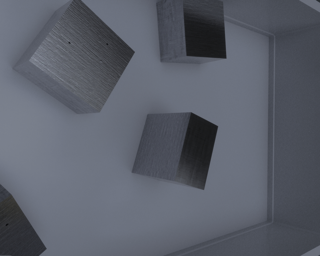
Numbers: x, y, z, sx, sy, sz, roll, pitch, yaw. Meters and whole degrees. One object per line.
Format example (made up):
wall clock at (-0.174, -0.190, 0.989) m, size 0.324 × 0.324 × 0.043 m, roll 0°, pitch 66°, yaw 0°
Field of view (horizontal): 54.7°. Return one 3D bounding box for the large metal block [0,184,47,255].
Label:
large metal block at (-0.151, 0.092, 0.245) m, size 0.080 × 0.050 × 0.080 m, roll -40°, pitch 140°, yaw -33°

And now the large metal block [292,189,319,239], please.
large metal block at (0.346, 0.194, 0.688) m, size 0.080 × 0.050 × 0.080 m, roll 42°, pitch 65°, yaw -32°

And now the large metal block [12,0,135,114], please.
large metal block at (-0.086, -0.070, 0.320) m, size 0.080 × 0.050 × 0.080 m, roll 40°, pitch 66°, yaw -33°

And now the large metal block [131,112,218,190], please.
large metal block at (0.018, 0.027, 0.388) m, size 0.050 × 0.080 × 0.080 m, roll 24°, pitch 75°, yaw -38°

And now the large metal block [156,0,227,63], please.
large metal block at (0.045, -0.134, 0.430) m, size 0.081 × 0.050 × 0.079 m, roll -8°, pitch 95°, yaw -40°
